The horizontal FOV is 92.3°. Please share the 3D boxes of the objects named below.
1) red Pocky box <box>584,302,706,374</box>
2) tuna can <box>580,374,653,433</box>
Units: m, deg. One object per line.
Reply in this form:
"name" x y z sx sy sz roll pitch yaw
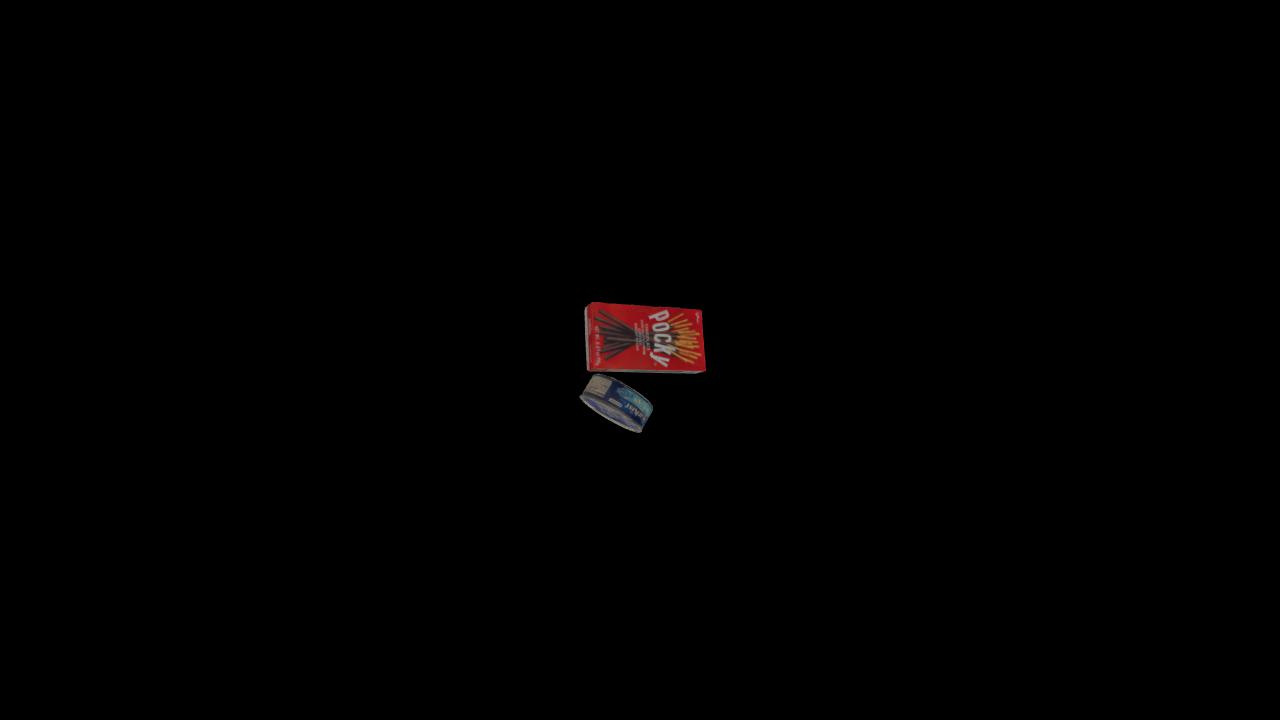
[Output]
"red Pocky box" 0.009 -0.026 0.759 0.155 0.083 0.028 1 -13 -25
"tuna can" -0.027 0.051 0.724 0.084 0.034 0.084 28 -15 8
